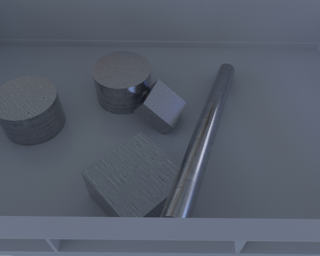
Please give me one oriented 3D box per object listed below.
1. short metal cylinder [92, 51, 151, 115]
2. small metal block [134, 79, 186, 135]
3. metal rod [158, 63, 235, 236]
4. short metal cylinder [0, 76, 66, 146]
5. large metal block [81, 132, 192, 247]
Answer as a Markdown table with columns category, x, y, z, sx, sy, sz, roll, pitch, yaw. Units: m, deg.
| category | x | y | z | sx | sy | sz | roll | pitch | yaw |
| --- | --- | --- | --- | --- | --- | --- | --- | --- | --- |
| short metal cylinder | -0.053 | -0.065 | 0.443 | 0.081 | 0.050 | 0.080 | 0 | 50 | 0 |
| small metal block | 0.001 | -0.028 | 0.413 | 0.050 | 0.025 | 0.050 | 39 | 52 | -14 |
| metal rod | 0.057 | -0.004 | 0.367 | 0.025 | 0.025 | 0.301 | 15 | 38 | 12 |
| short metal cylinder | -0.171 | -0.023 | 0.406 | 0.081 | 0.050 | 0.080 | 0 | 50 | 0 |
| large metal block | -0.025 | 0.063 | 0.336 | 0.080 | 0.050 | 0.080 | -35 | 58 | -26 |
